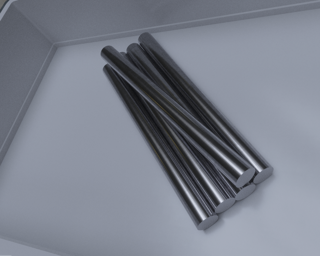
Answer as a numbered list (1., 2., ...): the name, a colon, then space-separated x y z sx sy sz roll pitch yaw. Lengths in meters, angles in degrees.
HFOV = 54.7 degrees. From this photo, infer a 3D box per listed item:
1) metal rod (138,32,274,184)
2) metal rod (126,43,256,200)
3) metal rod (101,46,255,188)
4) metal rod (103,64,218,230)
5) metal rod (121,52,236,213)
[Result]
1. metal rod: 0.041 -0.048 0.412 0.025 0.025 0.300 -37 51 4
2. metal rod: 0.022 -0.031 0.411 0.025 0.025 0.300 -37 51 4
3. metal rod: 0.000 -0.035 0.392 0.025 0.025 0.300 -43 51 -2
4. metal rod: -0.016 0.001 0.412 0.025 0.025 0.300 -37 51 4
5. metal rod: 0.002 -0.017 0.413 0.025 0.025 0.300 -37 51 4
